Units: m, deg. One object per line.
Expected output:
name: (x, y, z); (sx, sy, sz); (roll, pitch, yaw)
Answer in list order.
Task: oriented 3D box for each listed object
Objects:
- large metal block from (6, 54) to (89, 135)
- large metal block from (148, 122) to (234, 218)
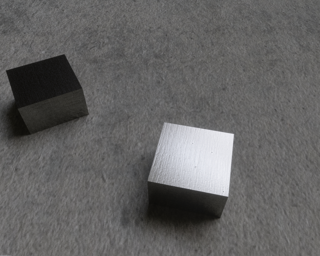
large metal block: (-0.154, -0.048, 0.426); (0.081, 0.050, 0.080); (-21, 54, -18)
large metal block: (0.035, 0.046, 0.349); (0.080, 0.050, 0.080); (10, 51, 8)
